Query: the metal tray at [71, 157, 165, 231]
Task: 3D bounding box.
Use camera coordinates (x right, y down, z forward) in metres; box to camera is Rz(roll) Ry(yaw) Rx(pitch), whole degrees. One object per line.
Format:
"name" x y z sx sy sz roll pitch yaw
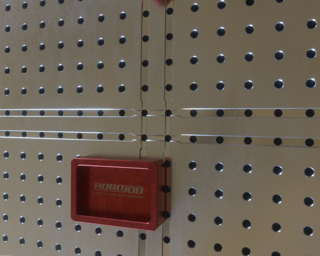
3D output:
"metal tray" -0.060 0.087 0.429 0.130 0.030 0.089 0 90 19
